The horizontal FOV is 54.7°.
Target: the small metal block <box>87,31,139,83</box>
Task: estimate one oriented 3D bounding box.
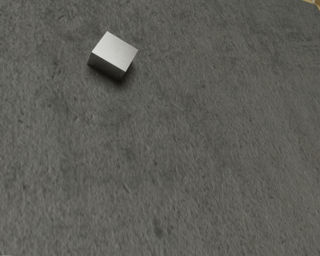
[{"bbox_3d":[-0.065,-0.099,0.430,0.050,0.025,0.050,30,52,-10],"label":"small metal block"}]
